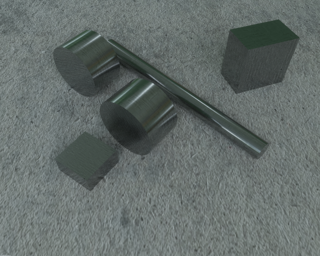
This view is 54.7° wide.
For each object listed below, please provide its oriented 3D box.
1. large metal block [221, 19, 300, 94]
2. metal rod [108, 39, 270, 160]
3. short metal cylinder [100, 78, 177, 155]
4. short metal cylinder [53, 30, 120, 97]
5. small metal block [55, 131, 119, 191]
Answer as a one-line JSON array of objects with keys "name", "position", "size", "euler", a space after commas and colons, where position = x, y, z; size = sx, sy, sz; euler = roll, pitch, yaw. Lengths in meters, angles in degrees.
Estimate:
[{"name": "large metal block", "position": [0.144, -0.105, 0.457], "size": [0.081, 0.080, 0.050], "euler": [-16, 52, -13]}, {"name": "metal rod", "position": [0.022, -0.054, 0.448], "size": [0.025, 0.025, 0.300], "euler": [-37, 59, -27]}, {"name": "short metal cylinder", "position": [-0.026, -0.013, 0.378], "size": [0.080, 0.080, 0.050], "euler": [31, 56, 23]}, {"name": "short metal cylinder", "position": [-0.104, -0.092, 0.443], "size": [0.080, 0.080, 0.050], "euler": [30, 56, 22]}, {"name": "small metal block", "position": [-0.086, 0.039, 0.370], "size": [0.050, 0.025, 0.050], "euler": [28, 55, 21]}]
